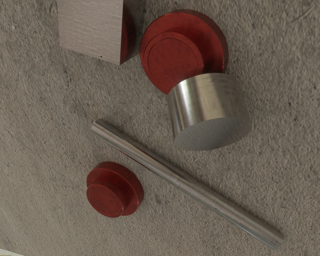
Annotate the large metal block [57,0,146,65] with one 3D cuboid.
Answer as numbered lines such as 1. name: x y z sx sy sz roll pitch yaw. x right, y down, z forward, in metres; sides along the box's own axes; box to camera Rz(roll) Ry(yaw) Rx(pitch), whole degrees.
1. large metal block: -0.065 -0.126 0.347 0.080 0.050 0.079 20 126 16

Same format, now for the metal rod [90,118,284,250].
1. metal rod: 0.033 0.075 0.435 0.301 0.025 0.025 32 129 7

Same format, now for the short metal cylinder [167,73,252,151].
1. short metal cylinder: 0.051 -0.014 0.328 0.081 0.050 0.080 -7 154 -3

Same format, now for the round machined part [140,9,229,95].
1. round machined part: 0.021 -0.075 0.338 0.098 0.042 0.097 13 124 21

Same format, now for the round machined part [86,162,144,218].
1. round machined part: -0.079 0.106 0.504 0.098 0.042 0.097 13 124 21
